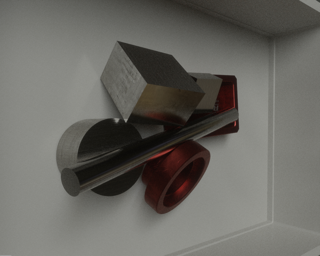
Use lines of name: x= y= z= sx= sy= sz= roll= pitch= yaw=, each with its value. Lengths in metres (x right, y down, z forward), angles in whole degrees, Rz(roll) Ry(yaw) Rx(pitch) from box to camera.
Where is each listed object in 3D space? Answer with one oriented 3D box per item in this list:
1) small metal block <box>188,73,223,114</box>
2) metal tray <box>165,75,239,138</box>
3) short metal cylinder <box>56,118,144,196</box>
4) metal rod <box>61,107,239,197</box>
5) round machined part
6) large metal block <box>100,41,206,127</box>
small metal block: x=0.053 y=-0.048 z=0.423 sx=0.050 sy=0.025 sz=0.050 roll=-6 pitch=120 yaw=-40
metal tray: x=0.064 y=-0.033 z=0.456 sx=0.131 sy=0.030 sz=0.089 roll=-6 pitch=94 yaw=-40
short metal cylinder: x=-0.063 y=0.030 z=0.336 sx=0.081 sy=0.050 sz=0.079 roll=0 pitch=90 yaw=-40
metal rod: x=0.019 y=0.012 z=0.369 sx=0.302 sy=0.025 sz=0.025 roll=-20 pitch=103 yaw=-49
round machined part: x=0.015 y=0.056 z=0.388 sx=0.099 sy=0.042 sz=0.097 roll=-38 pitch=149 yaw=-27
large metal block: x=-0.010 y=-0.049 z=0.352 sx=0.081 sy=0.080 sz=0.050 roll=4 pitch=130 yaw=-39
